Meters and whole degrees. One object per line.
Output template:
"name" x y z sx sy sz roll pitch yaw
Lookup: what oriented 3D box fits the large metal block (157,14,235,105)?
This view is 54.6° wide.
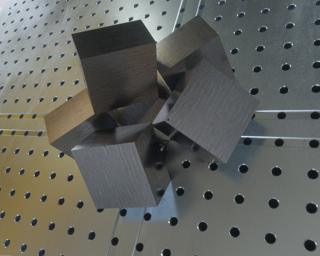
"large metal block" 0.041 -0.083 0.403 0.080 0.080 0.050 -34 52 6

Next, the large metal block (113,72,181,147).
"large metal block" -0.014 -0.021 0.415 0.080 0.050 0.080 -34 51 6

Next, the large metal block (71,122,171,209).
"large metal block" -0.042 0.045 0.360 0.080 0.080 0.050 -8 22 24

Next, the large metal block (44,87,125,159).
"large metal block" -0.095 0.000 0.423 0.080 0.080 0.050 -33 52 6

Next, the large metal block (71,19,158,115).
"large metal block" -0.050 -0.070 0.362 0.081 0.080 0.050 -17 51 -13

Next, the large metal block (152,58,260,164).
"large metal block" 0.050 -0.016 0.348 0.080 0.080 0.050 -58 12 -13
